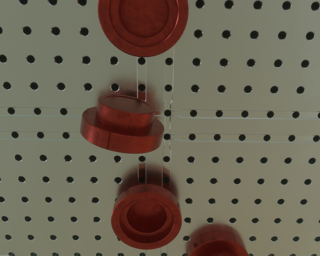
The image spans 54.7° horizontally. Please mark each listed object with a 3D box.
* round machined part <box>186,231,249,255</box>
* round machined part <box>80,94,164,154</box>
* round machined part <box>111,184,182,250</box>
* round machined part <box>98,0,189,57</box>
[{"bbox_3d":[0.092,0.215,0.485,0.099,0.042,0.097,0,110,-1],"label":"round machined part"},{"bbox_3d":[-0.042,-0.010,0.370,0.099,0.098,0.042,11,110,-5],"label":"round machined part"},{"bbox_3d":[-0.019,0.123,0.450,0.099,0.042,0.097,0,110,-1],"label":"round machined part"},{"bbox_3d":[-0.018,-0.133,0.355,0.099,0.042,0.097,0,110,-1],"label":"round machined part"}]
